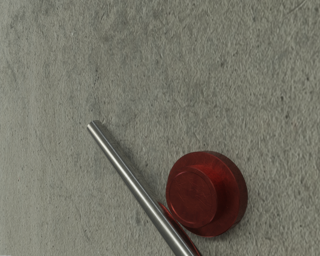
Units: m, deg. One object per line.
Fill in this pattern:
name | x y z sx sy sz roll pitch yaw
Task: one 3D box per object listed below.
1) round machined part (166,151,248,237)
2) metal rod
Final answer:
round machined part | 0.046 0.076 0.355 0.098 0.042 0.097 0 90 39
metal rod | -0.021 0.085 0.399 0.300 0.025 0.025 47 118 36
